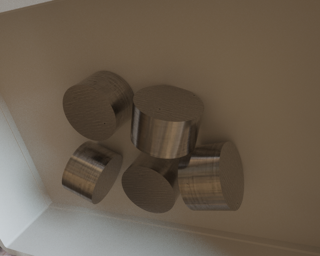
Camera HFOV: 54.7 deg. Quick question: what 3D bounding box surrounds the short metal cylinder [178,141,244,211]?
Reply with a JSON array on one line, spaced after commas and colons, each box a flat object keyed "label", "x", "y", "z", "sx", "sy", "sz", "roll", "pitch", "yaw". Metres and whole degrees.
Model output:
[{"label": "short metal cylinder", "x": 0.063, "y": 0.059, "z": 0.373, "sx": 0.050, "sy": 0.080, "sz": 0.080, "roll": -9, "pitch": 114, "yaw": 32}]

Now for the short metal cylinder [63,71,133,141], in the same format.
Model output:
[{"label": "short metal cylinder", "x": -0.080, "y": -0.030, "z": 0.412, "sx": 0.080, "sy": 0.050, "sz": 0.079, "roll": 13, "pitch": 124, "yaw": 20}]

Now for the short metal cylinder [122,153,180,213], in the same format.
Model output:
[{"label": "short metal cylinder", "x": -0.006, "y": 0.073, "z": 0.437, "sx": 0.080, "sy": 0.050, "sz": 0.079, "roll": 13, "pitch": 124, "yaw": 20}]

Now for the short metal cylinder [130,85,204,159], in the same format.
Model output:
[{"label": "short metal cylinder", "x": 0.007, "y": -0.009, "z": 0.362, "sx": 0.080, "sy": 0.080, "sz": 0.050, "roll": 20, "pitch": 126, "yaw": 16}]

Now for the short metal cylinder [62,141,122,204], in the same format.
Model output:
[{"label": "short metal cylinder", "x": -0.099, "y": 0.066, "z": 0.461, "sx": 0.050, "sy": 0.080, "sz": 0.079, "roll": 24, "pitch": 127, "yaw": 13}]
